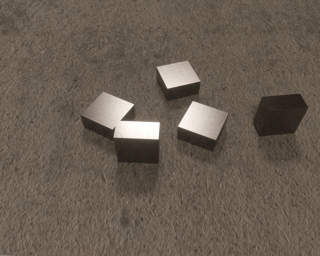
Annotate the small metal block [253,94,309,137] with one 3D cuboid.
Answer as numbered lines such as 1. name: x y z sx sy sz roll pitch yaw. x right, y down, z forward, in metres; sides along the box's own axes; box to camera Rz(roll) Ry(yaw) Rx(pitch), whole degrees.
1. small metal block: 0.155 -0.016 0.403 0.050 0.050 0.025 -5 51 -5

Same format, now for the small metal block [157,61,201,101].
1. small metal block: 0.027 -0.071 0.464 0.050 0.025 0.050 -14 52 -12

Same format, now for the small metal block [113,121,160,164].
1. small metal block: -0.026 0.018 0.372 0.050 0.050 0.025 2 50 1

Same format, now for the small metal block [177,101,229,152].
1. small metal block: 0.056 -0.003 0.406 0.050 0.025 0.050 20 53 16

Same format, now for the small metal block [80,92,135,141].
1. small metal block: -0.069 -0.016 0.416 0.050 0.025 0.050 23 54 18
